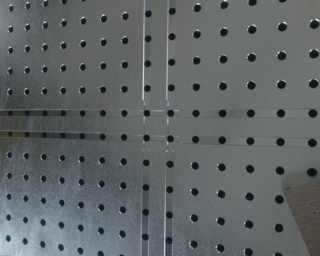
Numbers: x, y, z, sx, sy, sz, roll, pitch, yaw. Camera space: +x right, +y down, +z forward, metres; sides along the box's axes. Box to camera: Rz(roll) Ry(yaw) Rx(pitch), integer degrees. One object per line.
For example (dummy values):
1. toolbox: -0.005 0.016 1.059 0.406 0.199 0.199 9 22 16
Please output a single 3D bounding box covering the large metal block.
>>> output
1. large metal block: 0.187 0.088 0.333 0.080 0.050 0.080 -24 82 18
